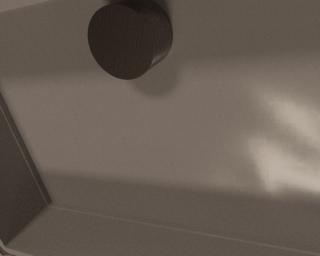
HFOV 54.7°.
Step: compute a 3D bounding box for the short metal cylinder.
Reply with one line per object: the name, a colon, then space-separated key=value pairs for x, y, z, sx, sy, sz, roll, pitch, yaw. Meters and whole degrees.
short metal cylinder: x=-0.032 y=-0.100 z=0.346 sx=0.080 sy=0.050 sz=0.079 roll=13 pitch=124 yaw=20
